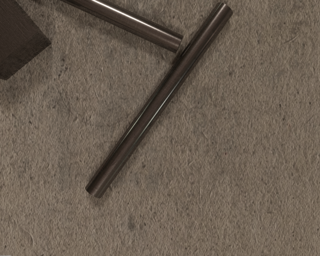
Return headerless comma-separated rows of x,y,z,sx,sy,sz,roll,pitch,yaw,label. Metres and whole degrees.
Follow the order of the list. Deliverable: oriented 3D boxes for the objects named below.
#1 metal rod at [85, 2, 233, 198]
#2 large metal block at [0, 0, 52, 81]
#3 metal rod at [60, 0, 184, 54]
-0.001,-0.036,0.409,0.025,0.025,0.299,36,90,-1,metal rod
-0.203,-0.120,0.395,0.080,0.050,0.080,-40,91,0,large metal block
-0.111,-0.173,0.408,0.301,0.025,0.025,25,90,-1,metal rod
